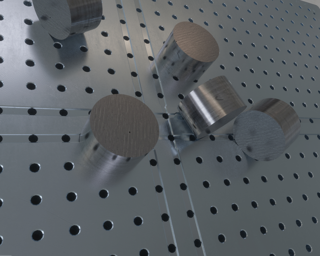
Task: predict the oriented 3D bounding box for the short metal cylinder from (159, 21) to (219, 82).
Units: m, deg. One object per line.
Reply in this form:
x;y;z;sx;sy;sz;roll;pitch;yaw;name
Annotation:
0.046;-0.120;0.490;0.081;0.050;0.080;14;56;-21;short metal cylinder

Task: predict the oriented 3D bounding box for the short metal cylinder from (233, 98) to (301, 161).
0.156;0.002;0.455;0.050;0.080;0.080;-31;79;-38;short metal cylinder

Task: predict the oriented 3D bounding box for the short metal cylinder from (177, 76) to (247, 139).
0.071;-0.028;0.428;0.081;0.080;0.050;-22;74;-36;short metal cylinder

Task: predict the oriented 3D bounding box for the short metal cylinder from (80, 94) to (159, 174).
-0.048;0.007;0.362;0.081;0.050;0.080;14;56;-21;short metal cylinder

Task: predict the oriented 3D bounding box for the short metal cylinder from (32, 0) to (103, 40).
-0.122;-0.163;0.406;0.080;0.080;0.050;49;51;6;short metal cylinder
